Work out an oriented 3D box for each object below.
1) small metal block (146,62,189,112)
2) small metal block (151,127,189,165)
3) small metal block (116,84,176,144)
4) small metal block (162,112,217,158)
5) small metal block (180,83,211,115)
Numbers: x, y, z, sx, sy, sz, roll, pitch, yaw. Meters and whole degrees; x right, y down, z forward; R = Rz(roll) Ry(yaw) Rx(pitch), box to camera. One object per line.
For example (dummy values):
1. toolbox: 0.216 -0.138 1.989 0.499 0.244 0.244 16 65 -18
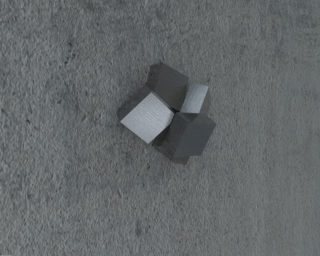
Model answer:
1. small metal block: 0.008 -0.053 0.415 0.050 0.025 0.050 22 76 -38
2. small metal block: 0.022 0.016 0.427 0.050 0.025 0.050 40 66 -33
3. small metal block: -0.016 -0.017 0.380 0.050 0.025 0.050 -43 124 9
4. small metal block: 0.037 0.009 0.392 0.050 0.025 0.050 0 123 -40
5. small metal block: 0.051 -0.028 0.437 0.050 0.025 0.050 62 47 -64
